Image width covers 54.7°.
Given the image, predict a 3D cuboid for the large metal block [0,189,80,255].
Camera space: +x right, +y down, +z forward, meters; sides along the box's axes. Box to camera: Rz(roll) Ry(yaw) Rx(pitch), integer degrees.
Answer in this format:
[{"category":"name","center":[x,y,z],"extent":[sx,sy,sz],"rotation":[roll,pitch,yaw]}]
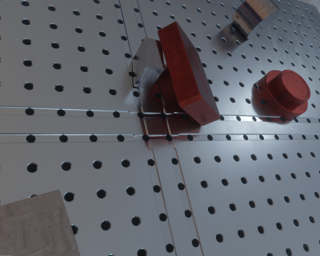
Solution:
[{"category":"large metal block","center":[-0.103,0.107,0.253],"extent":[0.050,0.080,0.080],"rotation":[-12,68,-33]}]

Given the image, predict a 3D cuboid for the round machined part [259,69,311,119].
[{"category":"round machined part","center":[0.235,-0.068,0.568],"extent":[0.099,0.042,0.098],"rotation":[14,56,-21]}]

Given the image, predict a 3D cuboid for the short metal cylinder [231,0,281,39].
[{"category":"short metal cylinder","center":[0.190,-0.224,0.615],"extent":[0.081,0.080,0.050],"rotation":[-30,79,-38]}]

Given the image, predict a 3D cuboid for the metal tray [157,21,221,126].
[{"category":"metal tray","center":[0.042,-0.076,0.445],"extent":[0.090,0.030,0.130],"rotation":[33,38,-58]}]

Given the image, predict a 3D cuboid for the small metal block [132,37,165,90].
[{"category":"small metal block","center":[-0.018,-0.091,0.440],"extent":[0.025,0.050,0.050],"rotation":[9,58,-24]}]
